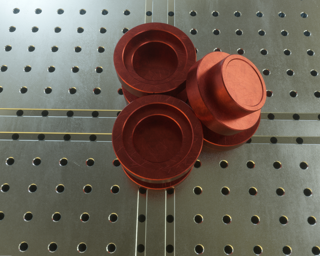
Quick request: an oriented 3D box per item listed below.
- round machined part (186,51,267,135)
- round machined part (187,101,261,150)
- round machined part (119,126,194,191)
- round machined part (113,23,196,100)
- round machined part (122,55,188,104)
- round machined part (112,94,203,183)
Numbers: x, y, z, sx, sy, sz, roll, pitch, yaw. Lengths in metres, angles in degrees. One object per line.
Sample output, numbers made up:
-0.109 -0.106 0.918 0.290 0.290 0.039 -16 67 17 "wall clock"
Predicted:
0.081 -0.044 0.352 0.099 0.042 0.098 12 66 -30 "round machined part"
0.085 -0.023 0.412 0.099 0.042 0.098 0 70 0 "round machined part"
-0.003 0.029 0.393 0.099 0.042 0.098 0 70 0 "round machined part"
-0.006 -0.078 0.386 0.099 0.042 0.098 0 70 0 "round machined part"
-0.004 -0.064 0.427 0.099 0.042 0.098 0 70 0 "round machined part"
-0.003 0.014 0.352 0.099 0.042 0.098 0 70 0 "round machined part"
